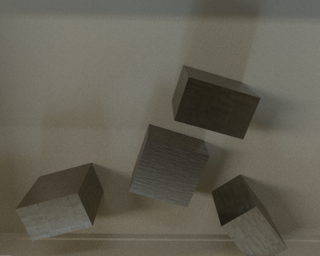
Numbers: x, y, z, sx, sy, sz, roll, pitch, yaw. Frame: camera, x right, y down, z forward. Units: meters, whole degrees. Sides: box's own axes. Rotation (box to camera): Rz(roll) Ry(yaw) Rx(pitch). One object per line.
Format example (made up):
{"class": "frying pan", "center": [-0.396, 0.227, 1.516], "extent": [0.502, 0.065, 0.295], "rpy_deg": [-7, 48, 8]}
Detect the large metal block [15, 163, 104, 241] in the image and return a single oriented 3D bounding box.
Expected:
{"class": "large metal block", "center": [-0.129, 0.096, 0.416], "extent": [0.080, 0.080, 0.050], "rpy_deg": [-15, 110, 5]}

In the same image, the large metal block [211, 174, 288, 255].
{"class": "large metal block", "center": [0.120, 0.125, 0.429], "extent": [0.050, 0.080, 0.080], "rpy_deg": [-35, 107, 12]}

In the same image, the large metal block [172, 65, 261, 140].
{"class": "large metal block", "center": [0.061, -0.034, 0.370], "extent": [0.080, 0.080, 0.050], "rpy_deg": [15, 109, -6]}

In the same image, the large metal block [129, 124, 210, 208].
{"class": "large metal block", "center": [0.011, 0.050, 0.416], "extent": [0.080, 0.050, 0.079], "rpy_deg": [17, 109, -7]}
